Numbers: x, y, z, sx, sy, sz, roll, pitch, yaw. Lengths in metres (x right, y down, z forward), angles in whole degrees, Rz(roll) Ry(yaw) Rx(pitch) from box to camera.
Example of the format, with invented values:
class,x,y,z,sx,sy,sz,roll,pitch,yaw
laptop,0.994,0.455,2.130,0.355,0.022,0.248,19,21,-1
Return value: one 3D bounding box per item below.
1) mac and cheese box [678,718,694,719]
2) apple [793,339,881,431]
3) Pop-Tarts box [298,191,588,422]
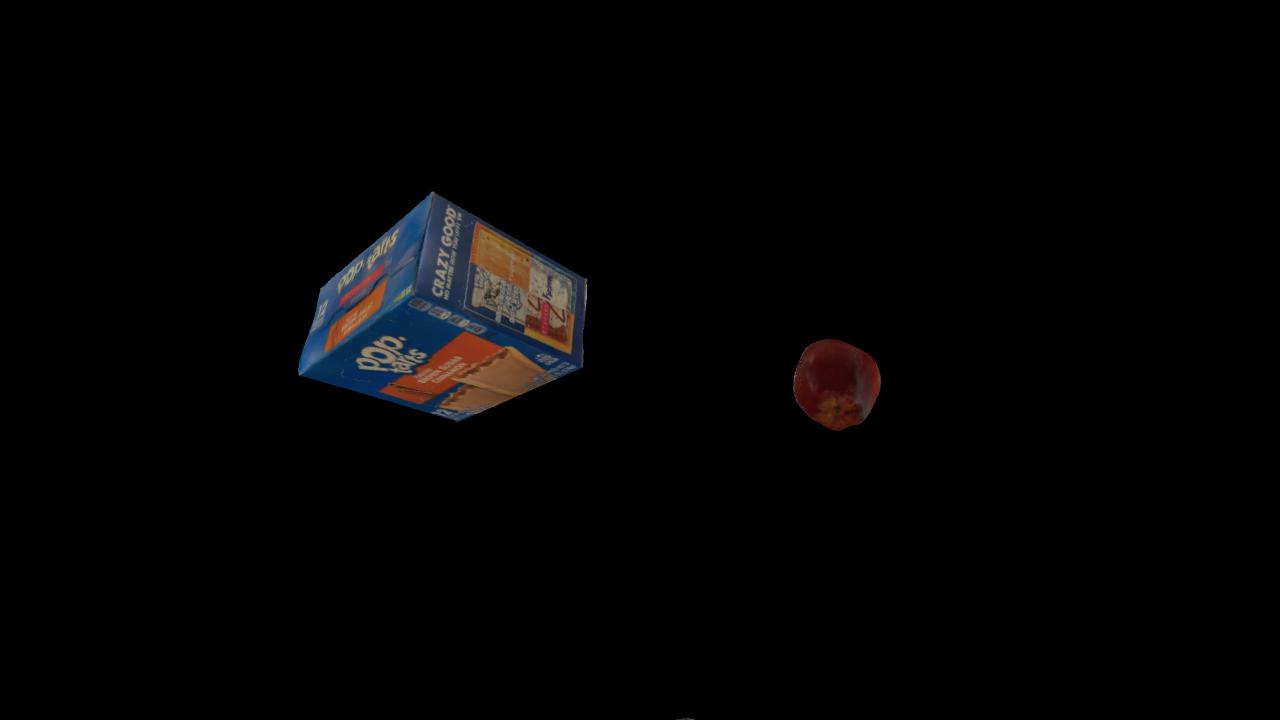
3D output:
class,x,y,z,sx,sy,sz,roll,pitch,yaw
mac and cheese box,0.057,0.300,0.355,0.041,0.093,0.184,11,-7,-24
apple,0.180,0.021,0.566,0.079,0.079,0.093,0,31,21
Pop-Tarts box,-0.148,-0.026,0.472,0.167,0.083,0.141,-23,-34,36
